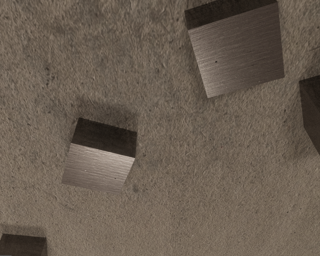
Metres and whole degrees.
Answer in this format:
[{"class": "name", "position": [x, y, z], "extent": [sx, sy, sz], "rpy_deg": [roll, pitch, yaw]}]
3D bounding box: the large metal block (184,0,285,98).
[{"class": "large metal block", "position": [0.076, -0.087, 0.318], "extent": [0.080, 0.050, 0.080], "rpy_deg": [-15, 129, 11]}]

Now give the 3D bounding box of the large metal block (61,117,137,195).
[{"class": "large metal block", "position": [-0.083, 0.040, 0.424], "extent": [0.081, 0.050, 0.079], "rpy_deg": [15, 129, -13]}]

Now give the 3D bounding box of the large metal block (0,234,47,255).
[{"class": "large metal block", "position": [-0.268, 0.253, 0.603], "extent": [0.081, 0.050, 0.079], "rpy_deg": [9, 130, -8]}]

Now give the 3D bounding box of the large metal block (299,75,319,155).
[{"class": "large metal block", "position": [0.207, -0.010, 0.366], "extent": [0.050, 0.080, 0.080], "rpy_deg": [-16, 128, 13]}]
